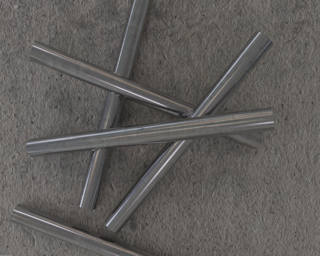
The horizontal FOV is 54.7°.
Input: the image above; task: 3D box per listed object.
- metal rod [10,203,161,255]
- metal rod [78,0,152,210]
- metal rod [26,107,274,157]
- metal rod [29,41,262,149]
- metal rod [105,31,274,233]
[{"bbox_3d":[-0.049,0.164,0.409,0.301,0.025,0.025,21,90,0],"label":"metal rod"},{"bbox_3d":[-0.058,-0.041,0.409,0.025,0.025,0.298,15,90,0],"label":"metal rod"},{"bbox_3d":[-0.025,0.008,0.367,0.301,0.025,0.025,-7,90,16],"label":"metal rod"},{"bbox_3d":[-0.010,-0.037,0.389,0.302,0.025,0.025,21,90,-8],"label":"metal rod"},{"bbox_3d":[0.028,0.014,0.379,0.025,0.025,0.299,38,102,0],"label":"metal rod"}]
